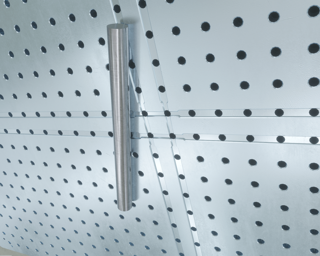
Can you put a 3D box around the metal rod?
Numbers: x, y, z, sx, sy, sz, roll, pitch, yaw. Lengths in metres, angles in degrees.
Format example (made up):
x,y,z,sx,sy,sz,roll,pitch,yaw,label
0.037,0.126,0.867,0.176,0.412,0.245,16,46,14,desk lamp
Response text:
x,y,z,sx,sy,sz,roll,pitch,yaw,label
-0.055,0.006,0.444,0.025,0.025,0.298,15,125,20,metal rod
